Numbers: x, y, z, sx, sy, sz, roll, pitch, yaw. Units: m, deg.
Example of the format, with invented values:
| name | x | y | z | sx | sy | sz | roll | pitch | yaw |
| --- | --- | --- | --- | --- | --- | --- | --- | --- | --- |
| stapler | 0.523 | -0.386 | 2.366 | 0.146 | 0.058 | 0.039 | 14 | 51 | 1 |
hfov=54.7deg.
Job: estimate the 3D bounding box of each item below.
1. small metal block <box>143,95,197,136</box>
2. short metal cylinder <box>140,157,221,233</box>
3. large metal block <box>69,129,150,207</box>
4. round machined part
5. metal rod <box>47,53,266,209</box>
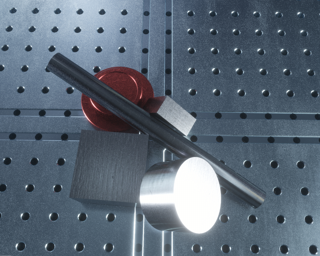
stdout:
| name | x | y | z | sx | sy | sz | roll | pitch | yaw |
| --- | --- | --- | --- | --- | --- | --- | --- | --- | --- |
| small metal block | 0.009 | -0.015 | 0.394 | 0.050 | 0.050 | 0.025 | 38 | 74 | -24 |
| short metal cylinder | 0.024 | 0.075 | 0.348 | 0.081 | 0.050 | 0.080 | 15 | 69 | -43 |
| large metal block | -0.057 | 0.051 | 0.377 | 0.081 | 0.050 | 0.080 | 5 | 70 | 1 |
| round machined part | -0.057 | -0.041 | 0.417 | 0.099 | 0.042 | 0.098 | 0 | 70 | -1 |
| metal rod | -0.002 | 0.004 | 0.376 | 0.301 | 0.025 | 0.025 | 34 | 73 | -2 |
